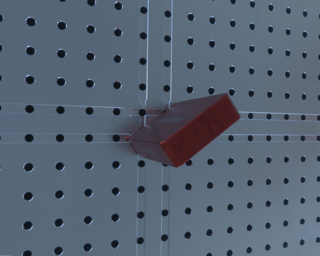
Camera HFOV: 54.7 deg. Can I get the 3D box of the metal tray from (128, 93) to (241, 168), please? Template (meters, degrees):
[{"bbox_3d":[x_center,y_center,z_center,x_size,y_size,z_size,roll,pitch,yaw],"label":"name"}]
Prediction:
[{"bbox_3d":[0.022,0.001,0.366,0.090,0.130,0.030,-36,102,-17],"label":"metal tray"}]
